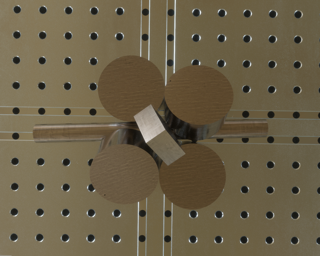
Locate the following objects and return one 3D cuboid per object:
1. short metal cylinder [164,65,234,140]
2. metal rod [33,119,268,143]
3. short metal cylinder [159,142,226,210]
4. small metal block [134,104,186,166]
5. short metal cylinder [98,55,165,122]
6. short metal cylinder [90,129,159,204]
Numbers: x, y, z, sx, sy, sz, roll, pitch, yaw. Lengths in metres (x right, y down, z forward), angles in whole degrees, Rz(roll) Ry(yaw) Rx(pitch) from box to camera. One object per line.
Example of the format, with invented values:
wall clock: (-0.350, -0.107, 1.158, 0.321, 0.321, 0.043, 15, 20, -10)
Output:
short metal cylinder: (0.046, -0.030, 0.384, 0.081, 0.050, 0.080, 0, 67, 0)
metal rod: (-0.012, 0.004, 0.409, 0.302, 0.025, 0.025, -1, 90, 0)
short metal cylinder: (0.039, 0.058, 0.397, 0.081, 0.050, 0.079, 0, 90, 0)
small metal block: (-0.001, 0.008, 0.362, 0.025, 0.050, 0.050, -35, 132, 6)
short metal cylinder: (-0.034, -0.048, 0.397, 0.081, 0.050, 0.079, 0, 90, 0)
short metal cylinder: (-0.042, 0.047, 0.385, 0.081, 0.050, 0.079, 0, 110, -1)
